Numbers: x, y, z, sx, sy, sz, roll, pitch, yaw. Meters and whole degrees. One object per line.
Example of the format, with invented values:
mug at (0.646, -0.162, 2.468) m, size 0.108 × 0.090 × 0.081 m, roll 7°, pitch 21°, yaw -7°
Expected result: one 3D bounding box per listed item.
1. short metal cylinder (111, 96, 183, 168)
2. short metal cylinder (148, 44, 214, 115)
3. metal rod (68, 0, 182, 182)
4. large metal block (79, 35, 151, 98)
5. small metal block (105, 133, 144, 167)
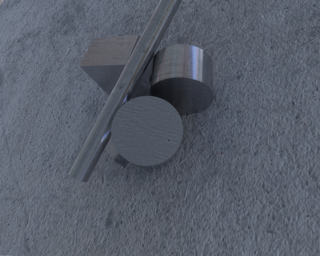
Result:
short metal cylinder at (-0.014, 0.007, 0.370) m, size 0.080 × 0.050 × 0.080 m, roll 0°, pitch 78°, yaw 1°
short metal cylinder at (0.027, -0.058, 0.391) m, size 0.080 × 0.080 × 0.050 m, roll -9°, pitch 58°, yaw 23°
metal rod at (-0.031, -0.073, 0.384) m, size 0.025 × 0.025 × 0.299 m, roll 25°, pitch 86°, yaw 36°
large metal block at (-0.053, -0.086, 0.449) m, size 0.080 × 0.080 × 0.050 m, roll 5°, pitch 64°, yaw 30°
small metal block at (-0.049, 0.016, 0.420) m, size 0.050 × 0.025 × 0.050 m, roll -43°, pitch 51°, yaw -2°
